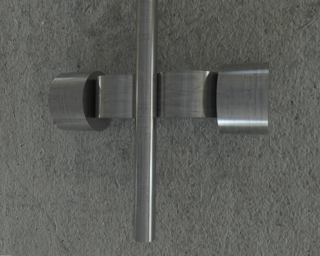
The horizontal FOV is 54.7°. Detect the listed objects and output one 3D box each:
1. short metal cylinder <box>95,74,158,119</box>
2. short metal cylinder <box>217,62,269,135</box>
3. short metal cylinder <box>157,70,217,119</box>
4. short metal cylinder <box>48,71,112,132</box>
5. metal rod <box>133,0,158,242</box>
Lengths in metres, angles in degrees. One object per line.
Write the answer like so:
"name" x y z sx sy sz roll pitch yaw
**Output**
"short metal cylinder" -0.042 -0.037 0.396 0.080 0.080 0.050 1 91 20
"short metal cylinder" 0.096 -0.032 0.347 0.050 0.080 0.080 1 90 20
"short metal cylinder" 0.033 -0.037 0.369 0.080 0.080 0.050 1 91 20
"short metal cylinder" -0.103 -0.036 0.417 0.050 0.080 0.080 1 90 20
"metal rod" -0.016 -0.024 0.350 0.025 0.025 0.298 1 90 20
